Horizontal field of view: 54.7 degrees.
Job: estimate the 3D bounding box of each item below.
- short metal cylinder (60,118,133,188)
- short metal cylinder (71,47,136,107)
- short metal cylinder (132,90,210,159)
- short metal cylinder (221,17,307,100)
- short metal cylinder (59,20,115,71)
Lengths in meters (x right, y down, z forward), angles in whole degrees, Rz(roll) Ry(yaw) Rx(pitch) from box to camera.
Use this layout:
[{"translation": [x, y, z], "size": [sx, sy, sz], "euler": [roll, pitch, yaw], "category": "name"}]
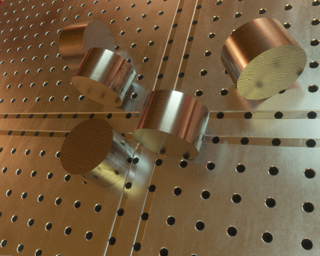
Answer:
[{"translation": [-0.084, 0.033, 0.414], "size": [0.080, 0.050, 0.080], "euler": [-13, 56, 20], "category": "short metal cylinder"}, {"translation": [-0.082, -0.073, 0.459], "size": [0.080, 0.080, 0.050], "euler": [11, 67, 32], "category": "short metal cylinder"}, {"translation": [0.013, -0.002, 0.366], "size": [0.080, 0.080, 0.050], "euler": [6, 65, 30], "category": "short metal cylinder"}, {"translation": [0.118, -0.078, 0.359], "size": [0.080, 0.080, 0.050], "euler": [-26, 53, 12], "category": "short metal cylinder"}, {"translation": [-0.120, -0.135, 0.516], "size": [0.050, 0.080, 0.080], "euler": [2, 63, 29], "category": "short metal cylinder"}]
